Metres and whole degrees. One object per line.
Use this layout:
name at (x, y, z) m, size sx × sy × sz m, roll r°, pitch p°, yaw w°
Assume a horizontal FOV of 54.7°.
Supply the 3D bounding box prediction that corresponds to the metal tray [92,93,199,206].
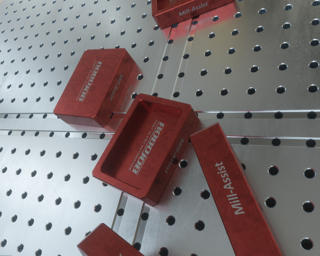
metal tray at (-0.018, 0.023, 0.399) m, size 0.090 × 0.030 × 0.130 m, roll 17°, pitch 70°, yaw 34°

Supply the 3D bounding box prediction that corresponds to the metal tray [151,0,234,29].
metal tray at (0.050, -0.227, 0.516) m, size 0.130 × 0.030 × 0.090 m, roll -15°, pitch 55°, yaw 19°

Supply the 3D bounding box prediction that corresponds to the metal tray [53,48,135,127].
metal tray at (-0.105, -0.068, 0.500) m, size 0.090 × 0.030 × 0.130 m, roll 7°, pitch 65°, yaw 30°

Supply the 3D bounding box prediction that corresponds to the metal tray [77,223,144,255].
metal tray at (-0.012, 0.151, 0.276) m, size 0.130 × 0.089 × 0.030 m, roll 24°, pitch 50°, yaw 36°

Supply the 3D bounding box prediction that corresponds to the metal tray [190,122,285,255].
metal tray at (0.074, 0.069, 0.284) m, size 0.030 × 0.090 × 0.130 m, roll -27°, pitch 53°, yaw 12°
